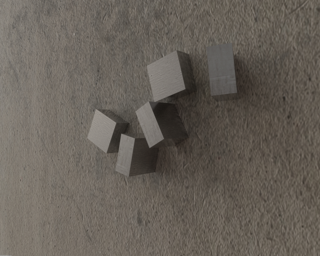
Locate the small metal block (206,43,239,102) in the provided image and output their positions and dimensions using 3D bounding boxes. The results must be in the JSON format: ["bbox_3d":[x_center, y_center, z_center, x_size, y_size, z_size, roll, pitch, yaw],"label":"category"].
[{"bbox_3d":[0.068,-0.057,0.329,0.025,0.050,0.050,-6,86,16],"label":"small metal block"}]

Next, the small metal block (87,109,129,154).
[{"bbox_3d":[-0.080,0.004,0.471,0.050,0.025,0.050,32,110,35],"label":"small metal block"}]

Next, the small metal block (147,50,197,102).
[{"bbox_3d":[0.014,-0.063,0.393,0.050,0.025,0.050,-19,78,38],"label":"small metal block"}]

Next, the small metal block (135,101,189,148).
[{"bbox_3d":[0.003,-0.004,0.386,0.025,0.050,0.050,-35,69,35],"label":"small metal block"}]

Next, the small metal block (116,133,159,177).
[{"bbox_3d":[-0.028,0.034,0.412,0.025,0.050,0.050,16,101,39],"label":"small metal block"}]
